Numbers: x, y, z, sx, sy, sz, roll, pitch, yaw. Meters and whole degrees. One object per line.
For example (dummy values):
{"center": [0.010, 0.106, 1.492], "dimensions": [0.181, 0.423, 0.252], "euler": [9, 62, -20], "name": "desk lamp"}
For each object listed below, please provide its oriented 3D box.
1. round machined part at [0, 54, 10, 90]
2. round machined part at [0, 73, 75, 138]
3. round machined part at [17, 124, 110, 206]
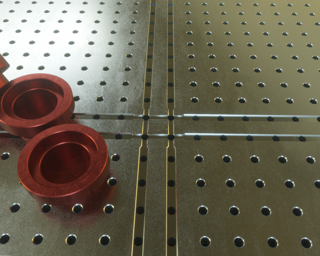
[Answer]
{"center": [-0.247, -0.057, 0.422], "dimensions": [0.098, 0.042, 0.098], "euler": [-30, 19, 12], "name": "round machined part"}
{"center": [-0.164, -0.026, 0.416], "dimensions": [0.099, 0.042, 0.098], "euler": [2, 51, -2], "name": "round machined part"}
{"center": [-0.107, 0.045, 0.358], "dimensions": [0.099, 0.042, 0.098], "euler": [0, 50, 0], "name": "round machined part"}
